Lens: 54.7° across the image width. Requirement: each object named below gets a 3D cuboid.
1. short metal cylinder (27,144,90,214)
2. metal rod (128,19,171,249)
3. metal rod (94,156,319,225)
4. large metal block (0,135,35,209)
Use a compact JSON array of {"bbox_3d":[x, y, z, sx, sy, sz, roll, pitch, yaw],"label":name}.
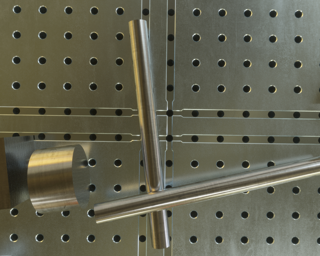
[{"bbox_3d":[-0.122,0.063,0.385,0.050,0.080,0.080,-7,90,0],"label":"short metal cylinder"},{"bbox_3d":[-0.014,0.008,0.413,0.025,0.025,0.298,-6,90,0],"label":"metal rod"},{"bbox_3d":[0.069,0.077,0.396,0.302,0.025,0.025,-11,90,-7],"label":"metal rod"},{"bbox_3d":[-0.195,0.052,0.384,0.050,0.080,0.080,-6,90,0],"label":"large metal block"}]
